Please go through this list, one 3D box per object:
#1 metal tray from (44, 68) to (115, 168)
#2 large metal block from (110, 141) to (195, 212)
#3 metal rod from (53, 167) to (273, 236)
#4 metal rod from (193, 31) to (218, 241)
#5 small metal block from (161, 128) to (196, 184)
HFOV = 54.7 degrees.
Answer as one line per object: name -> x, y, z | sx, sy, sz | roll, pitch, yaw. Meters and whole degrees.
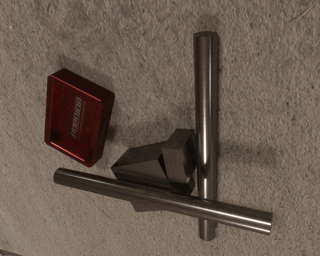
metal tray -> -0.123, -0.012, 0.458 | 0.090, 0.030, 0.129 | 27, 128, 10
large metal block -> -0.009, 0.069, 0.437 | 0.080, 0.050, 0.080 | -14, 111, 33
metal rod -> -0.014, 0.089, 0.402 | 0.301, 0.025, 0.025 | 7, 122, 24
metal rod -> 0.059, 0.032, 0.394 | 0.025, 0.025, 0.298 | 9, 122, 23
small metal block -> 0.028, 0.035, 0.396 | 0.025, 0.050, 0.050 | 2, 120, 27
